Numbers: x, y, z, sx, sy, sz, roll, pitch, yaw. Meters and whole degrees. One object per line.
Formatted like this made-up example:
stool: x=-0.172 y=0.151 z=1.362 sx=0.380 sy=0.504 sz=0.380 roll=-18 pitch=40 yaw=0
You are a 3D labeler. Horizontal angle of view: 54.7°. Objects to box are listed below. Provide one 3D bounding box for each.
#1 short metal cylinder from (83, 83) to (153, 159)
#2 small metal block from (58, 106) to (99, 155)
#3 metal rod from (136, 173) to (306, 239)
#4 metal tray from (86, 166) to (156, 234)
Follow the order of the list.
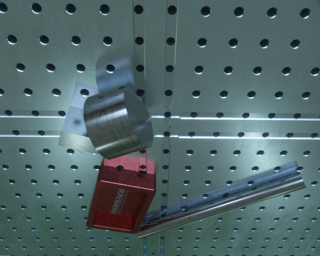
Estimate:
short metal cylinder: x=-0.047 y=-0.008 z=0.368 sx=0.050 sy=0.080 sz=0.080 roll=-18 pitch=128 yaw=14
small metal block: x=-0.097 y=0.002 z=0.396 sx=0.050 sy=0.050 sz=0.025 roll=15 pitch=129 yaw=-13
metal rod: x=0.092 y=0.138 z=0.530 sx=0.300 sy=0.025 sz=0.025 roll=-23 pitch=127 yaw=18
metal tray: x=-0.066 y=0.123 z=0.512 sx=0.091 sy=0.030 sz=0.129 roll=12 pitch=129 yaw=-11
